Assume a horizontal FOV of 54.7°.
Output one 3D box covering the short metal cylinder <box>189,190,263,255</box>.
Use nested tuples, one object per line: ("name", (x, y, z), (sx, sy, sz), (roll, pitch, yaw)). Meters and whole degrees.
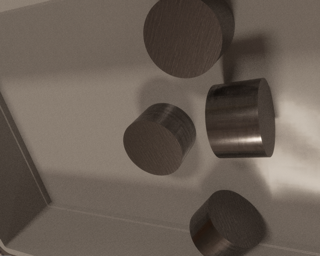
("short metal cylinder", (0.086, 0.129, 0.407), (0.080, 0.080, 0.050), (34, 129, 5))

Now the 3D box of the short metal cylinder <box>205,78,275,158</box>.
("short metal cylinder", (0.086, -0.009, 0.322), (0.050, 0.080, 0.080), (-5, 116, 30))

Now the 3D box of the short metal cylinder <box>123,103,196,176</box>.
("short metal cylinder", (0.000, 0.014, 0.400), (0.080, 0.050, 0.079), (13, 124, 20))

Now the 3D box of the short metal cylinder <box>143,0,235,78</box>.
("short metal cylinder", (0.030, -0.097, 0.316), (0.080, 0.050, 0.079), (13, 124, 20))
